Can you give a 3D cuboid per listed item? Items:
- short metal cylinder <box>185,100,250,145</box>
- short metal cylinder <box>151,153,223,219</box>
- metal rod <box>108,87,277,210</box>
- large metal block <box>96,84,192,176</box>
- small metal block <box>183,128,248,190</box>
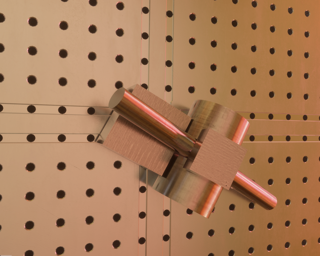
[{"bbox_3d":[0.070,0.004,0.406,0.080,0.080,0.050,29,81,-18],"label":"short metal cylinder"},{"bbox_3d":[0.036,0.073,0.393,0.080,0.080,0.050,31,80,-18],"label":"short metal cylinder"},{"bbox_3d":[0.061,0.041,0.390,0.301,0.025,0.025,34,79,-33],"label":"metal rod"},{"bbox_3d":[-0.021,0.003,0.386,0.080,0.050,0.080,31,80,-18],"label":"large metal block"},{"bbox_3d":[0.062,0.035,0.348,0.050,0.025,0.050,29,80,-9],"label":"small metal block"}]
